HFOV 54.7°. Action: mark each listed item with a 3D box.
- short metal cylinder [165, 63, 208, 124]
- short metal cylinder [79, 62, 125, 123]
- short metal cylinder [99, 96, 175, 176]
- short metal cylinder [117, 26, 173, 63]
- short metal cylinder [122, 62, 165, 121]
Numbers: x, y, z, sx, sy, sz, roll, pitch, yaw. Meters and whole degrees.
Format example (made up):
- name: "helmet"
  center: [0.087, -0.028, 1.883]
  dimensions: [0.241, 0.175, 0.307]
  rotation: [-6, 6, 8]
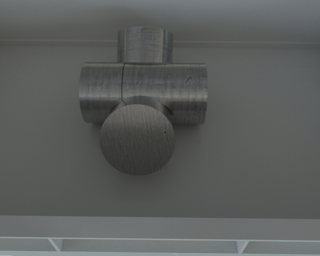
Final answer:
- name: "short metal cylinder"
  center: [0.032, -0.045, 0.405]
  dimensions: [0.050, 0.080, 0.080]
  rotation: [1, 50, 1]
- name: "short metal cylinder"
  center: [-0.070, -0.046, 0.405]
  dimensions: [0.050, 0.080, 0.080]
  rotation: [1, 50, 1]
- name: "short metal cylinder"
  center: [-0.024, 0.007, 0.352]
  dimensions: [0.080, 0.079, 0.050]
  rotation: [0, 16, 0]
- name: "short metal cylinder"
  center: [-0.021, -0.109, 0.449]
  dimensions: [0.080, 0.080, 0.050]
  rotation: [1, 88, 1]
- name: "short metal cylinder"
  center: [-0.019, -0.045, 0.405]
  dimensions: [0.050, 0.080, 0.080]
  rotation: [1, 50, 1]
